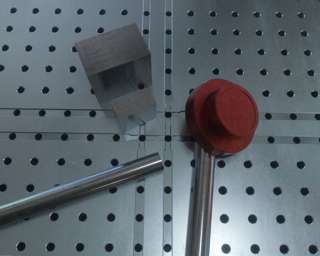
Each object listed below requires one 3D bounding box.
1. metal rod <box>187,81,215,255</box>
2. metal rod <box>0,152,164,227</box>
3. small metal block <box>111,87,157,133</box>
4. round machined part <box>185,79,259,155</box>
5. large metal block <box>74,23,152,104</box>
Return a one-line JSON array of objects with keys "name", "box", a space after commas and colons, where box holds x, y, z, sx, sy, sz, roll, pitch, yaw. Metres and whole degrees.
[{"name": "metal rod", "box": [0.053, 0.079, 0.383, 0.025, 0.025, 0.299, 7, 70, 2]}, {"name": "metal rod", "box": [-0.141, 0.089, 0.377, 0.302, 0.025, 0.025, -18, 71, -7]}, {"name": "small metal block", "box": [-0.033, -0.022, 0.406, 0.050, 0.050, 0.025, -26, 73, -9]}, {"name": "round machined part", "box": [0.084, -0.017, 0.389, 0.099, 0.042, 0.098, 9, 72, -27]}, {"name": "large metal block", "box": [-0.058, -0.083, 0.412, 0.080, 0.080, 0.050, -22, 72, -8]}]
